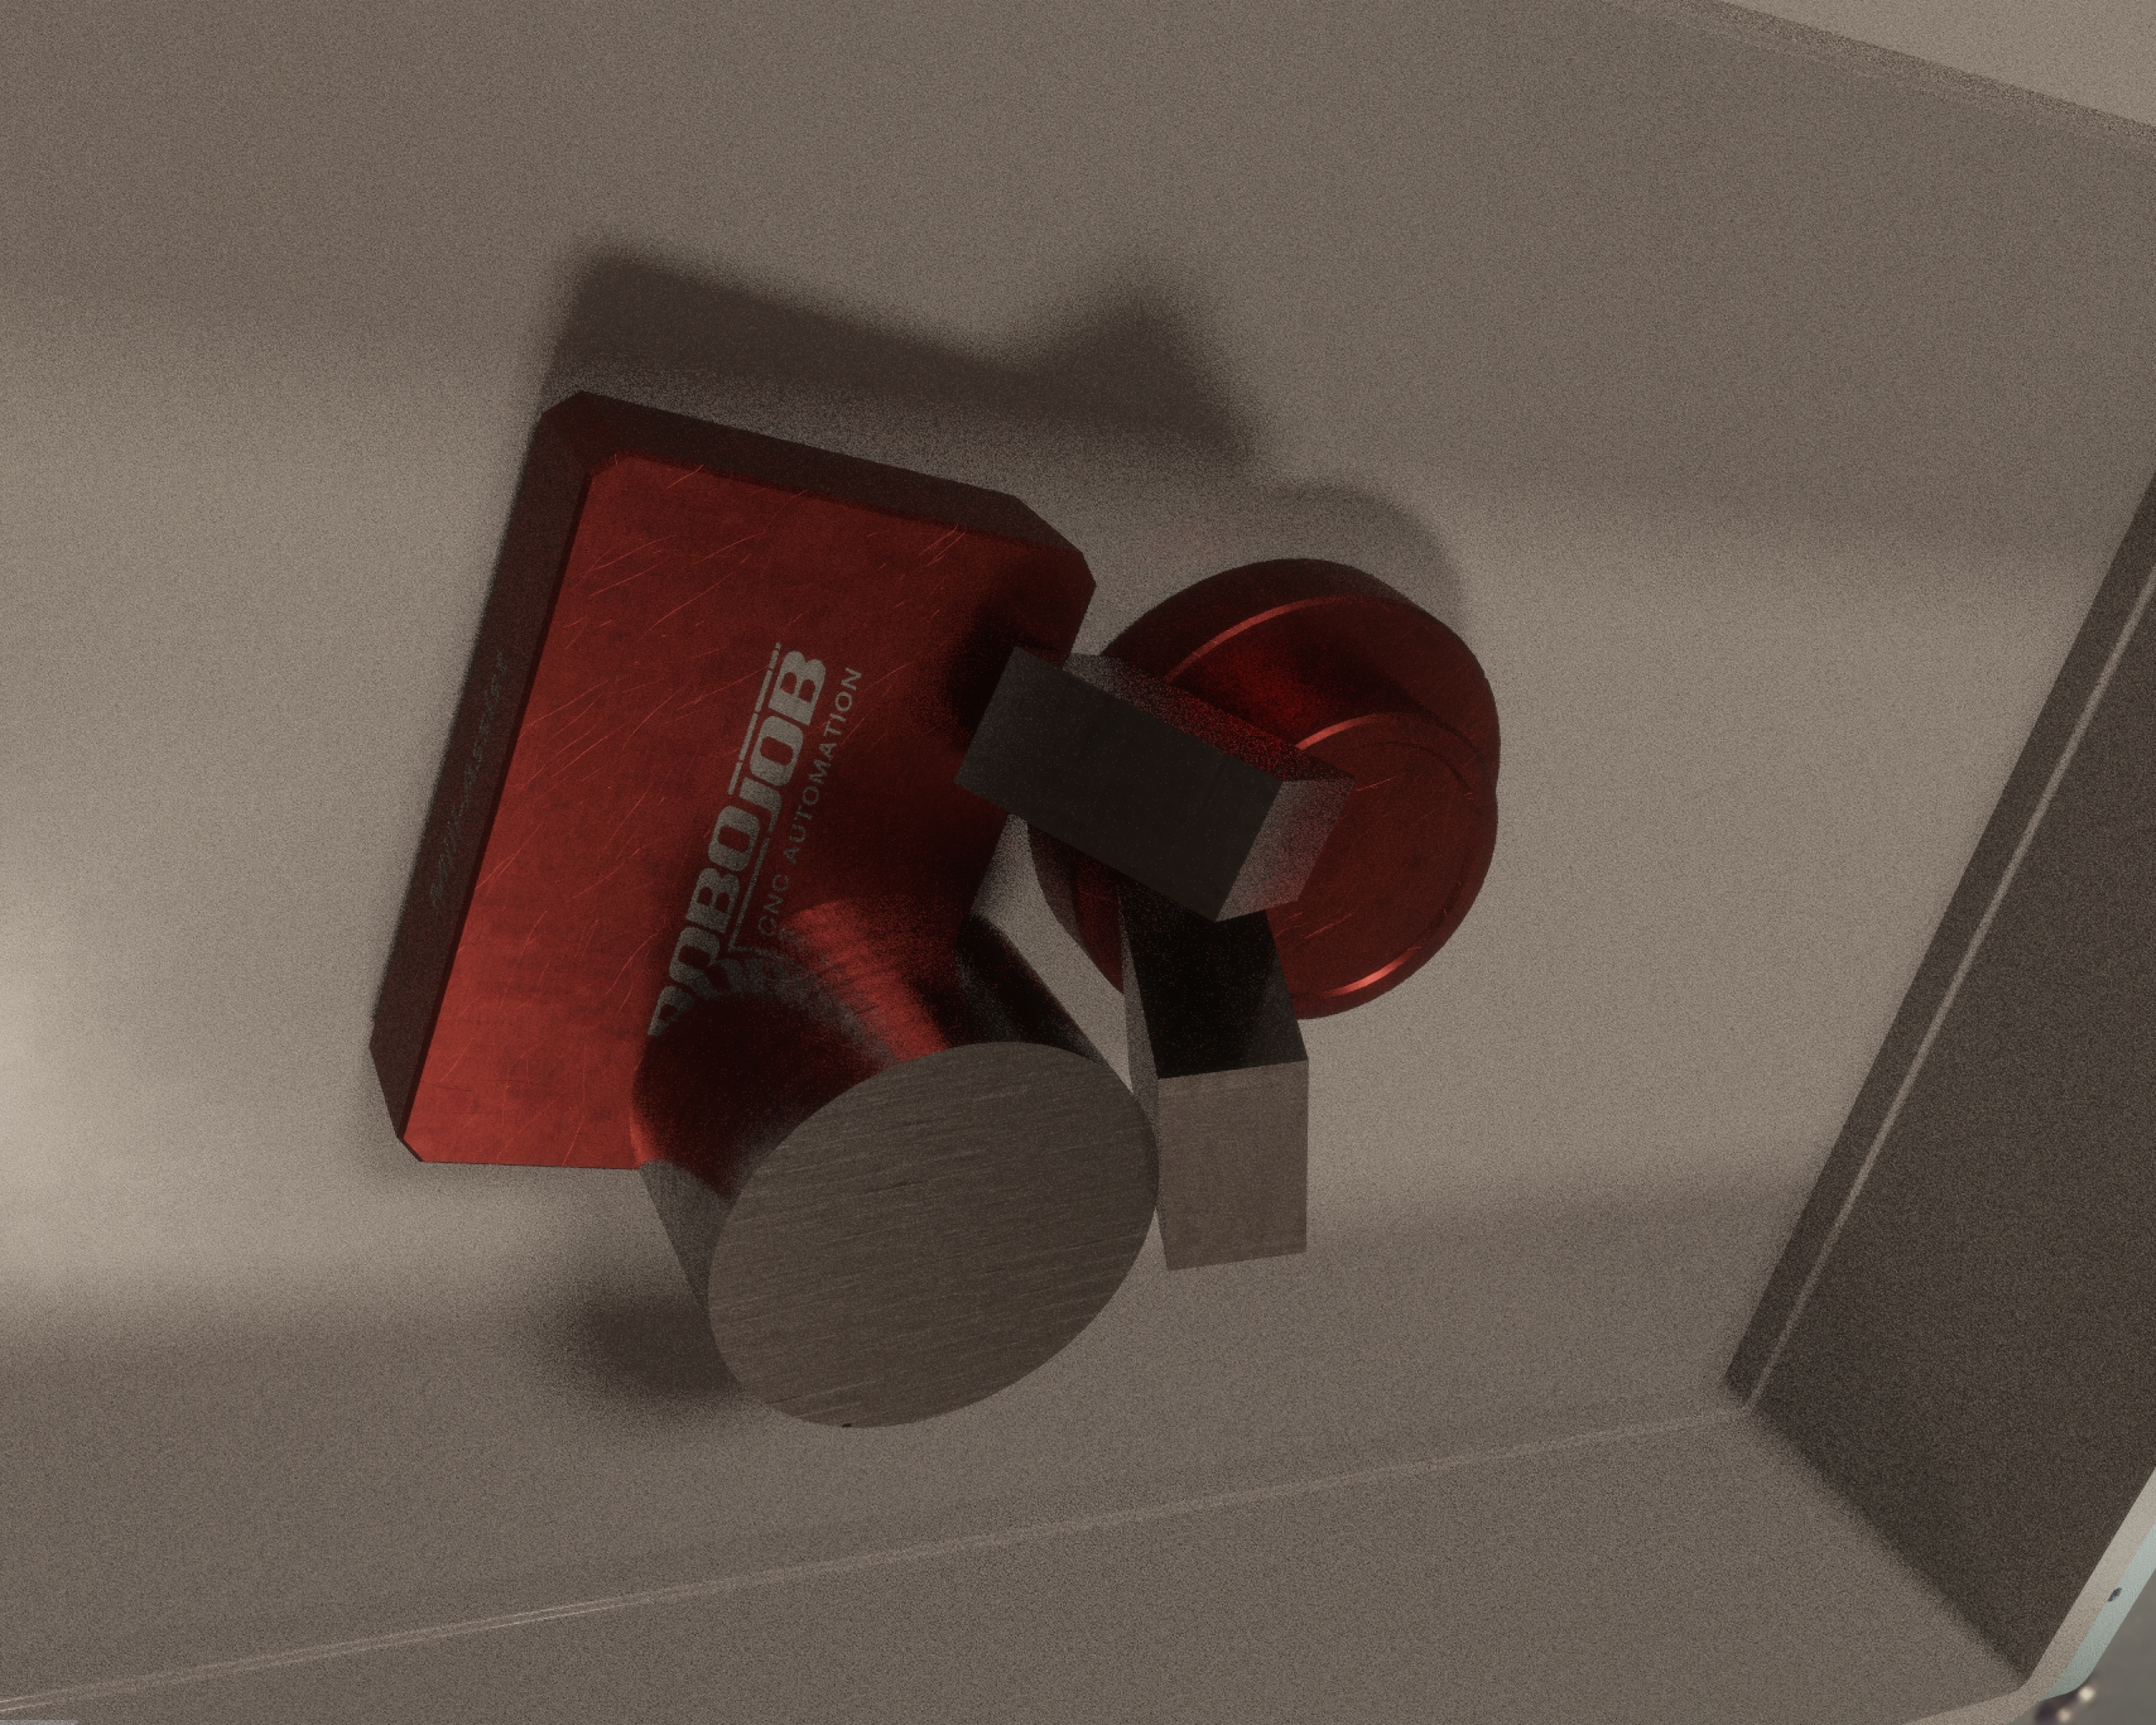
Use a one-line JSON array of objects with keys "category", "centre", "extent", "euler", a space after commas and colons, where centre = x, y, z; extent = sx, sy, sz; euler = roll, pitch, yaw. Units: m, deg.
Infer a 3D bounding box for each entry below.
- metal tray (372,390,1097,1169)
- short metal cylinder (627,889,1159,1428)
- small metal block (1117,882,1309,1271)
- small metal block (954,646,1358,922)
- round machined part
[{"category": "metal tray", "centre": [-0.061, -0.007, 0.364], "extent": [0.091, 0.030, 0.129], "euler": [8, 114, -32]}, {"category": "short metal cylinder", "centre": [-0.033, 0.051, 0.367], "extent": [0.081, 0.050, 0.079], "euler": [-14, 125, -21]}, {"category": "small metal block", "centre": [0.024, 0.037, 0.378], "extent": [0.025, 0.050, 0.050], "euler": [-7, 130, -3]}, {"category": "small metal block", "centre": [0.015, -0.014, 0.358], "extent": [0.025, 0.050, 0.050], "euler": [-65, 163, 12]}, {"category": "round machined part", "centre": [0.044, -0.008, 0.416], "extent": [0.099, 0.042, 0.097], "euler": [-14, 125, -21]}]
